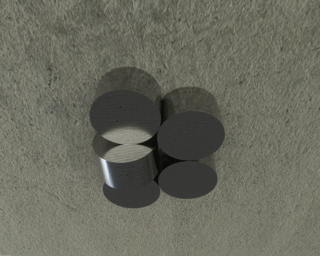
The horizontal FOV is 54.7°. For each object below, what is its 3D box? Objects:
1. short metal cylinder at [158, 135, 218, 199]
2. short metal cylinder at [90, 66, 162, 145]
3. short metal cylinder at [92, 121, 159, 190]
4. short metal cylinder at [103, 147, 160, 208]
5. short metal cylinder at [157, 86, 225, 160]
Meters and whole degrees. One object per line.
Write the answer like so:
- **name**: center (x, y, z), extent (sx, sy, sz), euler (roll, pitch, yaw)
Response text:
- **short metal cylinder**: center (0.038, 0.056, 0.439), extent (0.080, 0.050, 0.079), euler (0, 131, 1)
- **short metal cylinder**: center (-0.039, -0.026, 0.369), extent (0.080, 0.050, 0.079), euler (0, 131, 1)
- **short metal cylinder**: center (-0.042, 0.033, 0.400), extent (0.080, 0.080, 0.050), euler (-2, 130, 2)
- **short metal cylinder**: center (-0.039, 0.073, 0.454), extent (0.080, 0.050, 0.079), euler (0, 131, 1)
- **short metal cylinder**: center (0.037, -0.005, 0.387), extent (0.081, 0.050, 0.079), euler (0, 131, 0)
